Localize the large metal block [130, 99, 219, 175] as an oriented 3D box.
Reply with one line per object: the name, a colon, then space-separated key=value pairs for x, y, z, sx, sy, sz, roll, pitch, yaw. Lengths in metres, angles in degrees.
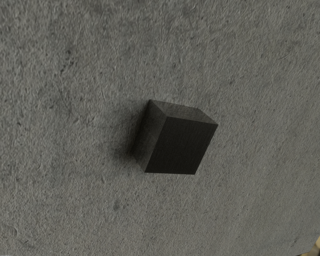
large metal block: x=0.018 y=0.014 z=0.412 sx=0.081 sy=0.050 sz=0.079 roll=8 pitch=114 yaw=-32
